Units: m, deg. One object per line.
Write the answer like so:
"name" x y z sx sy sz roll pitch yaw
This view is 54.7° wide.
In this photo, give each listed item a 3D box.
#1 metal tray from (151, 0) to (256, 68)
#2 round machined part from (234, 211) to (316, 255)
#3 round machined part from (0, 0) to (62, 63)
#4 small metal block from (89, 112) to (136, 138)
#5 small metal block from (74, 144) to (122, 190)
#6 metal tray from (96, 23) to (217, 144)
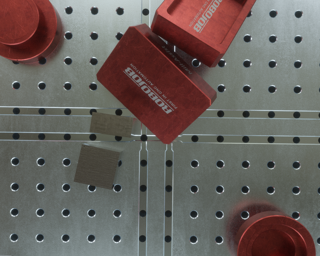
"metal tray" 0.059 -0.146 0.383 0.090 0.030 0.130 32 63 0
"round machined part" 0.145 0.157 0.406 0.099 0.042 0.097 0 90 0
"round machined part" -0.184 -0.137 0.403 0.099 0.042 0.097 0 90 0
"small metal block" -0.059 -0.004 0.400 0.050 0.050 0.025 8 90 0
"small metal block" -0.082 0.050 0.413 0.050 0.025 0.050 13 90 0
"metal tray" -0.006 -0.053 0.388 0.130 0.030 0.090 44 123 0
